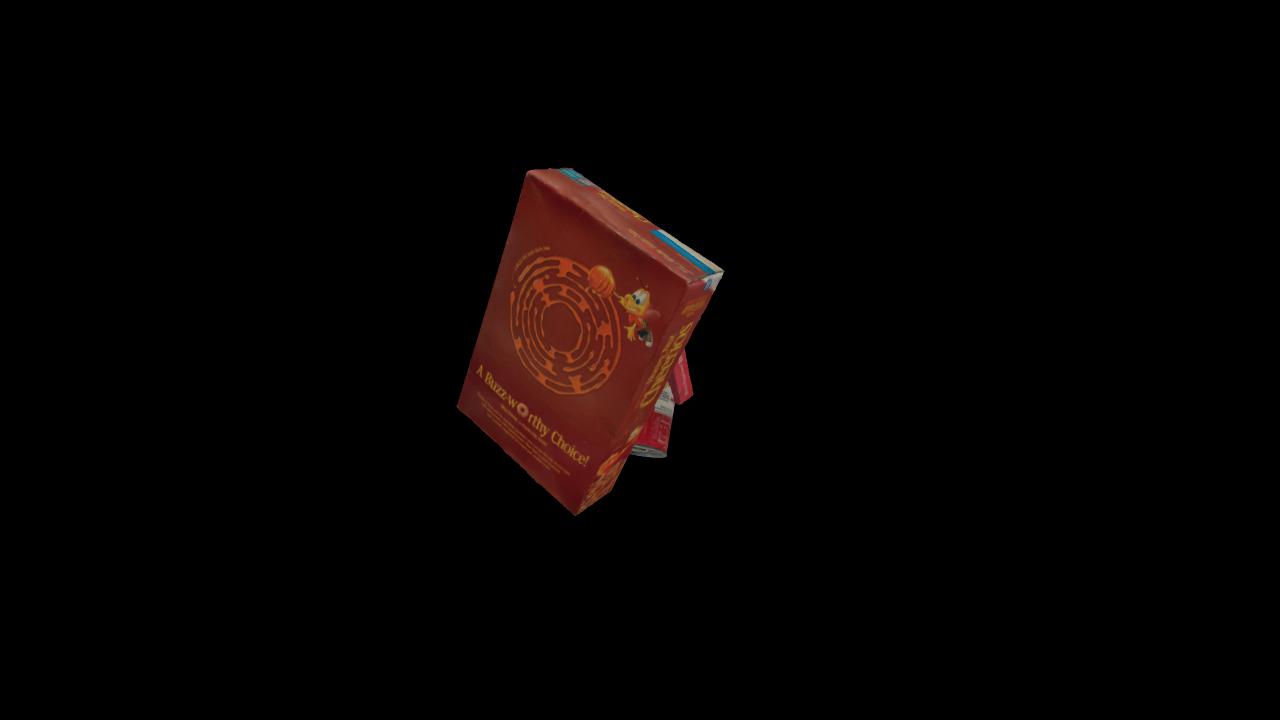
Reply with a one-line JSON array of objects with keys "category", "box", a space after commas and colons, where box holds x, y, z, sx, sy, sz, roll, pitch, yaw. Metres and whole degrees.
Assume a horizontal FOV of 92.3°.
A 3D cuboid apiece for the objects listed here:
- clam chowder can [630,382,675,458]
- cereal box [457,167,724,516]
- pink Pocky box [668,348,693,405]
[{"category": "clam chowder can", "box": [0.007, 0.060, 0.734, 0.068, 0.102, 0.068, 10, -17, 3]}, {"category": "cereal box", "box": [-0.068, -0.014, 0.643, 0.203, 0.306, 0.081, 37, 31, 20]}, {"category": "pink Pocky box", "box": [-0.002, -0.006, 0.764, 0.029, 0.084, 0.155, -33, 35, -31]}]
